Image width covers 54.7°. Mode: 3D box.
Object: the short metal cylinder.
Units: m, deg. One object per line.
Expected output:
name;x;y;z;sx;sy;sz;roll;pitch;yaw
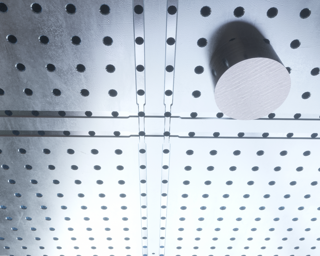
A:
short metal cylinder;0.098;-0.055;0.350;0.081;0.050;0.079;0;130;0
